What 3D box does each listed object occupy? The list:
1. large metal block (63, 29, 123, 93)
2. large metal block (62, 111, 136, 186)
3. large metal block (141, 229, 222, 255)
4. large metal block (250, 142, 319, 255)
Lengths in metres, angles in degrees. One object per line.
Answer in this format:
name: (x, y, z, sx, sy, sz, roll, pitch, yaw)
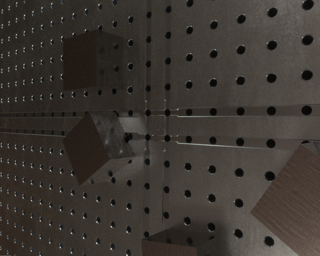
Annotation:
large metal block: (-0.103, -0.098, 0.476, 0.080, 0.050, 0.079, 0, 90, 39)
large metal block: (-0.094, 0.031, 0.468, 0.080, 0.050, 0.080, -41, 66, 32)
large metal block: (0.028, 0.171, 0.369, 0.080, 0.050, 0.080, -9, 84, 39)
large metal block: (0.143, 0.069, 0.274, 0.080, 0.050, 0.079, 41, 115, 32)
